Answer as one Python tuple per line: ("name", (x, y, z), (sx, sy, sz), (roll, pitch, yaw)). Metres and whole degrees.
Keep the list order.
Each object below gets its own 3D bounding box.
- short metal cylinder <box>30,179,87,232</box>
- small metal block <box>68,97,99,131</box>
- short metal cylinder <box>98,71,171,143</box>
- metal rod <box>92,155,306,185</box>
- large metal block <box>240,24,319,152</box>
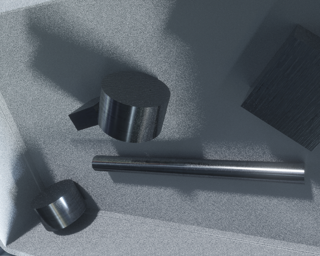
("short metal cylinder", (-0.178, 0.135, 0.548), (0.080, 0.080, 0.050), (-12, 113, 32))
("small metal block", (-0.086, -0.024, 0.420), (0.050, 0.050, 0.025), (-14, 111, 36))
("short metal cylinder", (-0.032, -0.027, 0.372), (0.080, 0.080, 0.050), (24, 127, 13))
("metal rod", (0.033, 0.054, 0.423), (0.300, 0.025, 0.025), (-1, 118, 28))
("large metal block", (0.138, -0.038, 0.296), (0.080, 0.050, 0.079), (34, 129, 5))
